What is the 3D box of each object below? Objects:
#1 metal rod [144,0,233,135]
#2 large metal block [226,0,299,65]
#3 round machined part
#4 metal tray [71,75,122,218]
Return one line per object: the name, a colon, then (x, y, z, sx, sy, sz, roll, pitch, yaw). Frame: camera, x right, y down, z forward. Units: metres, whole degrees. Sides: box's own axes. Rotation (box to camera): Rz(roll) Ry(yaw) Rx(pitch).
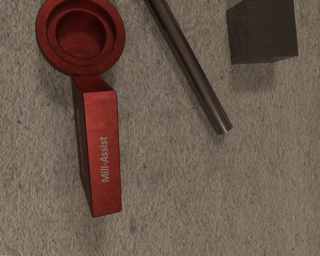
metal rod: (0.019, -0.124, 0.416, 0.025, 0.025, 0.299, -34, 101, -17)
large metal block: (0.148, -0.139, 0.452, 0.081, 0.050, 0.079, -7, 93, -20)
round machined part: (-0.094, -0.107, 0.366, 0.099, 0.042, 0.097, 0, 90, -21)
metal tray: (-0.069, 0.016, 0.329, 0.030, 0.090, 0.129, -7, 112, -20)
